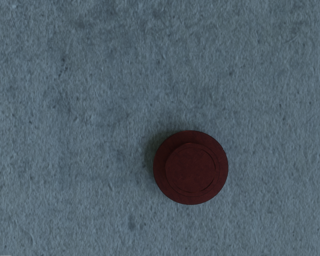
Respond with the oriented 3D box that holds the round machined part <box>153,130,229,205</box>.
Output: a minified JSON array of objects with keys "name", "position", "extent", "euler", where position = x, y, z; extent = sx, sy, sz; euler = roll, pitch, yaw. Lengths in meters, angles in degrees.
[{"name":"round machined part","position":[0.040,0.052,0.402],"extent":[0.099,0.042,0.097],"euler":[0,90,-1]}]
